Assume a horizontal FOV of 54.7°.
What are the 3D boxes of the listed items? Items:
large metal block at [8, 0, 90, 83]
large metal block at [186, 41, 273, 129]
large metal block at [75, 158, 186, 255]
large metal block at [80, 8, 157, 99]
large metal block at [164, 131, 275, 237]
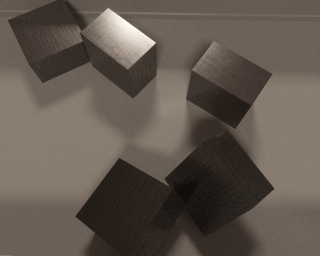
[{"bbox_3d":[-0.153,-0.124,0.440,0.080,0.050,0.080,-27,73,-10],"label":"large metal block"},{"bbox_3d":[0.085,-0.052,0.401,0.080,0.080,0.050,33,73,11],"label":"large metal block"},{"bbox_3d":[-0.031,0.092,0.347,0.080,0.050,0.080,24,70,34],"label":"large metal block"},{"bbox_3d":[-0.052,-0.097,0.415,0.080,0.080,0.050,39,75,12],"label":"large metal block"},{"bbox_3d":[0.064,0.063,0.351,0.050,0.080,0.080,-20,67,-44],"label":"large metal block"}]
